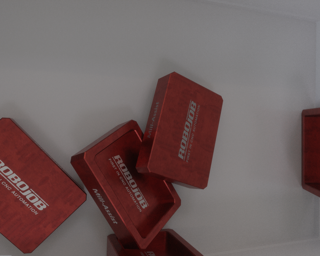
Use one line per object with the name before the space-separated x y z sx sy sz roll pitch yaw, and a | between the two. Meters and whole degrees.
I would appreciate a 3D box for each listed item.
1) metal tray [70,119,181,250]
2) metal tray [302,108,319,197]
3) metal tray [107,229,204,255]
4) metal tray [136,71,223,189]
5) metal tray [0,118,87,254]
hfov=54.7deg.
metal tray | -0.035 0.066 0.373 0.091 0.030 0.130 -39 105 -45
metal tray | 0.245 0.035 0.463 0.030 0.090 0.129 0 90 4
metal tray | -0.005 0.154 0.353 0.091 0.130 0.030 1 90 -20
metal tray | 0.029 0.005 0.398 0.091 0.030 0.130 22 72 -28
metal tray | -0.160 0.063 0.349 0.090 0.030 0.130 -44 104 -15
